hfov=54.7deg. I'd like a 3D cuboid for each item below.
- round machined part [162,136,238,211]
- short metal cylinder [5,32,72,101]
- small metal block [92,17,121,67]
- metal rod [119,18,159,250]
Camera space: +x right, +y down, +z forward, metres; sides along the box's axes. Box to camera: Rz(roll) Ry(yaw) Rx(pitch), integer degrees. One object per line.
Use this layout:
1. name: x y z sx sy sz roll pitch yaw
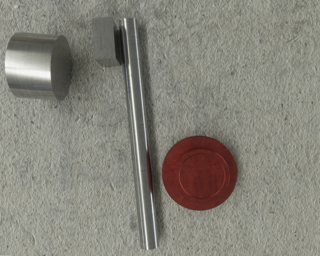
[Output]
1. round machined part: 0.052 0.059 0.402 0.099 0.042 0.097 0 90 0
2. short metal cylinder: -0.146 -0.075 0.381 0.050 0.080 0.080 5 90 0
3. small metal block: -0.068 -0.108 0.397 0.025 0.050 0.050 -4 90 0
4. metal rod: -0.028 0.008 0.409 0.025 0.025 0.298 -6 90 0
